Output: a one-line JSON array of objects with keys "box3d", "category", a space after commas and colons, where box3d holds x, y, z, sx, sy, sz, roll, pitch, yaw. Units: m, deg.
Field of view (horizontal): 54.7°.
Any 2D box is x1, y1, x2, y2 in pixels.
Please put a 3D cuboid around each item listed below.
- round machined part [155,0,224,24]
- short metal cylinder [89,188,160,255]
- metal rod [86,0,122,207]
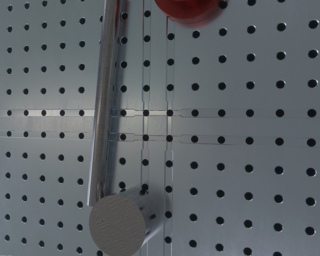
[{"box3d": [0.035, -0.187, 0.391, 0.098, 0.042, 0.097, 0, 90, 20], "category": "round machined part"}, {"box3d": [-0.047, 0.124, 0.416, 0.080, 0.050, 0.079, 0, 90, 20], "category": "short metal cylinder"}, {"box3d": [-0.079, -0.039, 0.440, 0.025, 0.025, 0.298, 6, 92, 20], "category": "metal rod"}]
